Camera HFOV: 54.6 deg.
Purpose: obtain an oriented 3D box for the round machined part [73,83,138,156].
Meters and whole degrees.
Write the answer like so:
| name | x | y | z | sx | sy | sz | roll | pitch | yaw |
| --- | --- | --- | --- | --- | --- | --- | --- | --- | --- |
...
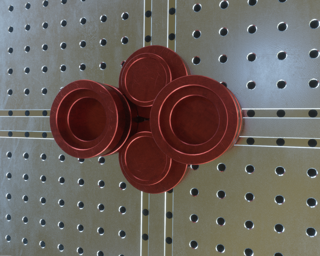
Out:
| name | x | y | z | sx | sy | sz | roll | pitch | yaw |
| --- | --- | --- | --- | --- | --- | --- | --- | --- | --- |
| round machined part | -0.075 | -0.011 | 0.430 | 0.098 | 0.042 | 0.097 | 0 | 90 | 20 |

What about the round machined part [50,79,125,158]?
| name | x | y | z | sx | sy | sz | roll | pitch | yaw |
| --- | --- | --- | --- | --- | --- | --- | --- | --- | --- |
| round machined part | -0.089 | -0.011 | 0.401 | 0.098 | 0.042 | 0.097 | 0 | 90 | 20 |

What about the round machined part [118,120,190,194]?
| name | x | y | z | sx | sy | sz | roll | pitch | yaw |
| --- | --- | --- | --- | --- | --- | --- | --- | --- | --- |
| round machined part | -0.011 | 0.038 | 0.407 | 0.098 | 0.042 | 0.097 | 0 | 90 | 20 |

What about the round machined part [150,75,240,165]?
| name | x | y | z | sx | sy | sz | roll | pitch | yaw |
| --- | --- | --- | --- | --- | --- | --- | --- | --- | --- |
| round machined part | 0.042 | -0.009 | 0.354 | 0.098 | 0.042 | 0.097 | 0 | 90 | 20 |

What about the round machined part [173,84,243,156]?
| name | x | y | z | sx | sy | sz | roll | pitch | yaw |
| --- | --- | --- | --- | --- | --- | --- | --- | --- | --- |
| round machined part | 0.053 | -0.010 | 0.384 | 0.098 | 0.042 | 0.097 | 0 | 90 | 20 |

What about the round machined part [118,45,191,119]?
| name | x | y | z | sx | sy | sz | roll | pitch | yaw |
| --- | --- | --- | --- | --- | --- | --- | --- | --- | --- |
| round machined part | -0.011 | -0.060 | 0.407 | 0.098 | 0.042 | 0.097 | 0 | 90 | 20 |
